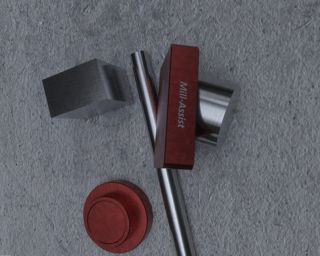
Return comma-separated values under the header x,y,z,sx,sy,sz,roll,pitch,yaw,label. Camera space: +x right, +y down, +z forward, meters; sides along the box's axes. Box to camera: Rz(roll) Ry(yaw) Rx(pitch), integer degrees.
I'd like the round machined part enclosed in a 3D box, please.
x,y,z,sx,sy,sz,roll,pitch,yaw,label
-0.063,0.122,0.421,0.098,0.042,0.097,0,90,19,round machined part

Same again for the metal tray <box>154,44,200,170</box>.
x,y,z,sx,sy,sz,roll,pitch,yaw,label
0.017,-0.018,0.355,0.030,0.090,0.129,5,82,-7,metal tray

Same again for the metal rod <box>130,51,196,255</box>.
x,y,z,sx,sy,sz,roll,pitch,yaw,label
0.005,0.045,0.406,0.025,0.025,0.298,-15,85,19,metal rod

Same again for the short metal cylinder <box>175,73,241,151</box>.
x,y,z,sx,sy,sz,roll,pitch,yaw,label
0.056,-0.020,0.360,0.050,0.080,0.080,19,96,19,short metal cylinder

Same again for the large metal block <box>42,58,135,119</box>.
x,y,z,sx,sy,sz,roll,pitch,yaw,label
-0.092,-0.047,0.411,0.080,0.080,0.050,-17,85,19,large metal block
